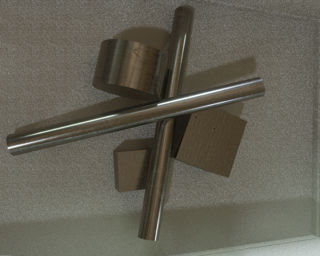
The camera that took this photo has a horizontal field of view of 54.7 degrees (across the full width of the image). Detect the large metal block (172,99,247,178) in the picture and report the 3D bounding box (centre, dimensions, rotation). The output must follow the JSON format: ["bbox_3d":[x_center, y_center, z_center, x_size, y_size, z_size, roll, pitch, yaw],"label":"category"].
[{"bbox_3d":[0.060,0.014,0.421,0.080,0.050,0.080,22,83,-19],"label":"large metal block"}]

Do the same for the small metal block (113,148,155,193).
[{"bbox_3d":[-0.032,0.053,0.400,0.050,0.025,0.050,-4,92,-20],"label":"small metal block"}]

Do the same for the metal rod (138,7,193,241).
[{"bbox_3d":[0.009,-0.014,0.395,0.025,0.025,0.299,13,78,-20],"label":"metal rod"}]

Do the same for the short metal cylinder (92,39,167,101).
[{"bbox_3d":[-0.035,-0.066,0.369,0.081,0.080,0.050,13,86,-20],"label":"short metal cylinder"}]

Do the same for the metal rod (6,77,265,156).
[{"bbox_3d":[-0.022,-0.016,0.366,0.302,0.025,0.025,-14,95,-6],"label":"metal rod"}]
